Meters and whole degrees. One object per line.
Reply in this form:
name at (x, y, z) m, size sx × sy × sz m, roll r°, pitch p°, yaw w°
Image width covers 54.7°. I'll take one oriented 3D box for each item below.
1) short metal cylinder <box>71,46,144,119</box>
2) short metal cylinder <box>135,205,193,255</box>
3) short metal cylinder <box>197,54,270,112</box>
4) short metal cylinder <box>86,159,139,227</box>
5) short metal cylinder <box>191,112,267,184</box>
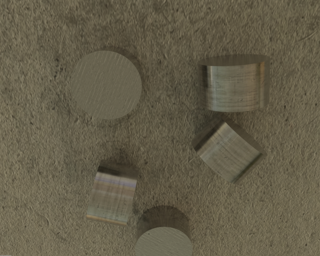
short metal cylinder at (-0.061, -0.056, 0.375) m, size 0.081 × 0.050 × 0.079 m, roll 0°, pitch 110°, yaw 0°
short metal cylinder at (0.005, 0.162, 0.456) m, size 0.081 × 0.050 × 0.079 m, roll 0°, pitch 110°, yaw 0°
short metal cylinder at (0.086, -0.055, 0.361) m, size 0.080 × 0.080 × 0.050 m, roll -5°, pitch 110°, yaw 2°
short metal cylinder at (-0.062, 0.086, 0.411) m, size 0.050 × 0.080 × 0.079 m, roll 13°, pitch 110°, yaw -5°
short metal cylinder at (0.086, 0.024, 0.390) m, size 0.080 × 0.080 × 0.050 m, roll 37°, pitch 106°, yaw -13°
